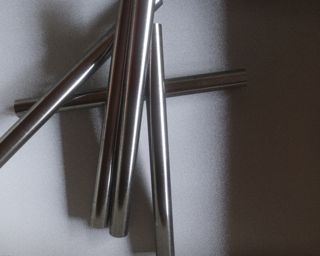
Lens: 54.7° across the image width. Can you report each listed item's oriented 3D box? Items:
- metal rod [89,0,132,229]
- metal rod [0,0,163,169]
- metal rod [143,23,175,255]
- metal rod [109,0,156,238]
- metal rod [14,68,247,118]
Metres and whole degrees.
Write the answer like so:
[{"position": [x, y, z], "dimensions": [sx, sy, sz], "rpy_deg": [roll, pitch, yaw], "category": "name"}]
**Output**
[{"position": [-0.058, -0.018, 0.388], "dimensions": [0.025, 0.025, 0.298], "rpy_deg": [9, 99, -1], "category": "metal rod"}, {"position": [-0.105, -0.064, 0.389], "dimensions": [0.025, 0.025, 0.300], "rpy_deg": [42, 81, 0], "category": "metal rod"}, {"position": [-0.002, 0.023, 0.394], "dimensions": [0.025, 0.025, 0.298], "rpy_deg": [-3, 97, -1], "category": "metal rod"}, {"position": [-0.036, -0.005, 0.378], "dimensions": [0.025, 0.025, 0.298], "rpy_deg": [7, 103, -1], "category": "metal rod"}, {"position": [-0.037, -0.046, 0.410], "dimensions": [0.302, 0.025, 0.025], "rpy_deg": [-8, 90, -1], "category": "metal rod"}]
